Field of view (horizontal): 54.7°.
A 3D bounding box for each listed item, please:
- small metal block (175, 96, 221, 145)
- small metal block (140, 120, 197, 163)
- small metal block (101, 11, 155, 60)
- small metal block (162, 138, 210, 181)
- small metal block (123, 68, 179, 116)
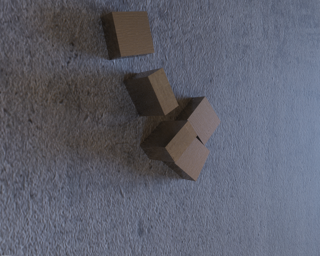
[{"bbox_3d":[0.056,-0.010,0.451,0.050,0.025,0.050,-51,120,-28],"label":"small metal block"},{"bbox_3d":[0.011,0.016,0.397,0.050,0.050,0.025,-48,119,-29],"label":"small metal block"},{"bbox_3d":[-0.038,-0.111,0.372,0.050,0.025,0.050,-18,102,-38],"label":"small metal block"},{"bbox_3d":[0.038,0.040,0.436,0.050,0.025,0.050,43,64,-32],"label":"small metal block"},{"bbox_3d":[-0.012,-0.042,0.378,0.025,0.050,0.050,-38,113,-34],"label":"small metal block"}]
